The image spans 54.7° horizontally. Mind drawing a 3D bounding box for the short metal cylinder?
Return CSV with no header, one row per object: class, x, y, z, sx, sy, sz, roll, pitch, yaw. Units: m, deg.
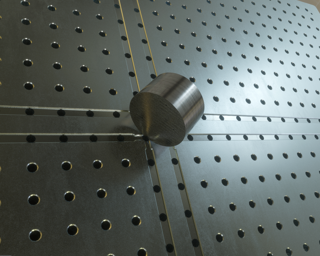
short metal cylinder,0.009,-0.023,0.392,0.080,0.080,0.050,42,51,0
